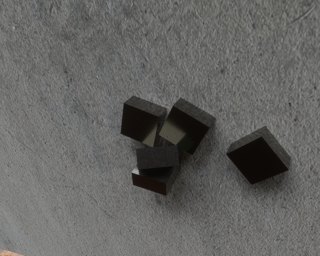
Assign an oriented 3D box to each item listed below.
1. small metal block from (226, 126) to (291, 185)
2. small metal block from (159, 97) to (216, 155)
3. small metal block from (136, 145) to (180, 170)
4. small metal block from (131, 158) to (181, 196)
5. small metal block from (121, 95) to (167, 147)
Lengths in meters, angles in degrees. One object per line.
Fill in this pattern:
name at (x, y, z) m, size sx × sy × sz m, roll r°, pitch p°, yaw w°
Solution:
small metal block at (0.116, 0.033, 0.366) m, size 0.050 × 0.025 × 0.050 m, roll -35°, pitch 99°, yaw 38°
small metal block at (0.033, -0.002, 0.388) m, size 0.050 × 0.025 × 0.050 m, roll 31°, pitch 129°, yaw 7°
small metal block at (-0.004, 0.037, 0.397) m, size 0.050 × 0.050 × 0.025 m, roll -5°, pitch 86°, yaw -4°
small metal block at (-0.004, 0.060, 0.429) m, size 0.050 × 0.050 × 0.025 m, roll 15°, pitch 131°, yaw 20°
small metal block at (-0.022, -0.009, 0.413) m, size 0.050 × 0.025 × 0.050 m, roll 22°, pitch 127°, yaw 15°
